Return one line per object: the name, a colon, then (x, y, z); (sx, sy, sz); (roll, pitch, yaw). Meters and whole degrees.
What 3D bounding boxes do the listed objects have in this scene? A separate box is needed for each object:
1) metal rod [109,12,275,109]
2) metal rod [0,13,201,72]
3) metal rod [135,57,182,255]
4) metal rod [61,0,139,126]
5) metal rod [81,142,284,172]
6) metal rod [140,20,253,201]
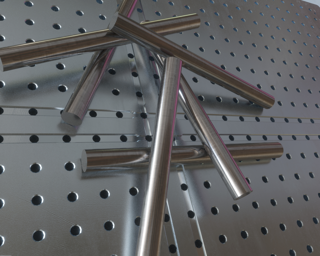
metal rod: (0.065, -0.089, 0.462); (0.302, 0.025, 0.025); (20, 54, -30)
metal rod: (-0.058, -0.122, 0.416); (0.302, 0.025, 0.025); (-24, 75, -34)
metal rod: (-0.001, 0.048, 0.349); (0.025, 0.025, 0.299); (17, 64, -19)
metal rod: (-0.071, -0.127, 0.447); (0.025, 0.025, 0.300); (25, 53, -13)
metal rod: (0.050, 0.035, 0.412); (0.302, 0.025, 0.025); (0, 62, -28)
metal rod: (0.037, -0.041, 0.430); (0.025, 0.025, 0.299); (-10, 60, -32)
